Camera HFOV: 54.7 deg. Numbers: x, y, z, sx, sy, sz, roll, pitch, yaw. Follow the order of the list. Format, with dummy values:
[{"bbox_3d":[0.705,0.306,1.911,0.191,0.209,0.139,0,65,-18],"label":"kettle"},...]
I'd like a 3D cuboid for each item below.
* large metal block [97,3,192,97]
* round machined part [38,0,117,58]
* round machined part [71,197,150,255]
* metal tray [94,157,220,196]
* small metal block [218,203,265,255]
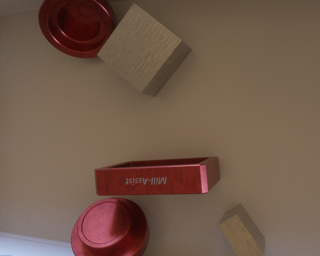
[{"bbox_3d":[-0.019,-0.099,0.403,0.080,0.050,0.080,42,103,15],"label":"large metal block"},{"bbox_3d":[-0.108,-0.147,0.419,0.098,0.098,0.042,-14,47,19],"label":"round machined part"},{"bbox_3d":[-0.065,0.129,0.393,0.098,0.098,0.042,7,136,19],"label":"round machined part"},{"bbox_3d":[0.000,0.057,0.375,0.130,0.090,0.030,-5,89,19],"label":"metal tray"},{"bbox_3d":[0.097,0.122,0.363,0.025,0.050,0.050,-37,79,16],"label":"small metal block"}]
